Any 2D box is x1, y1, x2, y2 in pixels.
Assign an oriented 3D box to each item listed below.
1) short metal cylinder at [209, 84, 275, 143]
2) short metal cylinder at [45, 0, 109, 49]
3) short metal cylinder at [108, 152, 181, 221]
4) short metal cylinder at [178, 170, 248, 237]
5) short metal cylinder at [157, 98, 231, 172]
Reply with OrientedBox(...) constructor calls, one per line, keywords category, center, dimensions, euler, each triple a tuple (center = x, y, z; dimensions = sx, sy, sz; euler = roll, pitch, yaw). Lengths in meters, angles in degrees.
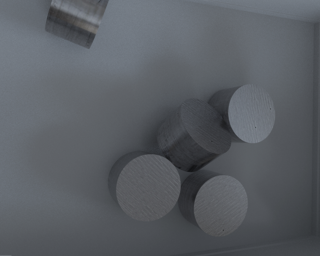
OrientedBox(category="short metal cylinder", center=(0.114, -0.019, 0.438), dimensions=(0.081, 0.050, 0.079), euler=(1, 88, -25))
OrientedBox(category="short metal cylinder", center=(-0.090, -0.136, 0.348), dimensions=(0.050, 0.080, 0.080), euler=(20, 83, -19))
OrientedBox(category="short metal cylinder", center=(-0.021, 0.071, 0.391), dimensions=(0.081, 0.050, 0.079), euler=(0, 90, -20))
OrientedBox(category="short metal cylinder", center=(0.072, 0.101, 0.425), dimensions=(0.081, 0.050, 0.079), euler=(0, 90, -21))
OrientedBox(category="short metal cylinder", center=(0.043, 0.009, 0.394), dimensions=(0.080, 0.050, 0.080), euler=(23, 45, -26))
